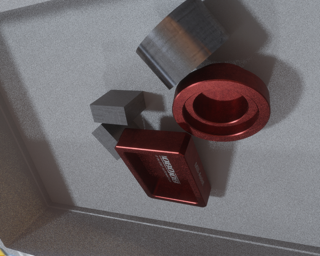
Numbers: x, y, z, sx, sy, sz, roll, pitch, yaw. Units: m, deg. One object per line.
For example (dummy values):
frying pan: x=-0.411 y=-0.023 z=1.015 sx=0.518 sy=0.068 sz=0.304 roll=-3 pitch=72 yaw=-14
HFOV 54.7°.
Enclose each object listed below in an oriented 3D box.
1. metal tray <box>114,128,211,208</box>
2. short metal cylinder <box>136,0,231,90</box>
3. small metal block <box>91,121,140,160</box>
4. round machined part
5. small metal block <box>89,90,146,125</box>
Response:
metal tray: x=0.009 y=0.054 z=0.403 sx=0.090 sy=0.030 sz=0.130 roll=4 pitch=142 yaw=26
short metal cylinder: x=0.023 y=-0.083 z=0.308 sx=0.050 sy=0.080 sz=0.080 roll=48 pitch=128 yaw=-5
small metal block: x=-0.056 y=0.008 z=0.425 sx=0.050 sy=0.050 sz=0.025 roll=48 pitch=129 yaw=-6
round machined part: x=0.064 y=-0.030 z=0.329 sx=0.099 sy=0.042 sz=0.097 roll=7 pitch=144 yaw=6
small metal block: x=-0.053 y=-0.028 z=0.402 sx=0.050 sy=0.050 sz=0.025 roll=5 pitch=121 yaw=25
